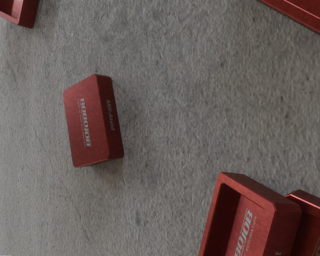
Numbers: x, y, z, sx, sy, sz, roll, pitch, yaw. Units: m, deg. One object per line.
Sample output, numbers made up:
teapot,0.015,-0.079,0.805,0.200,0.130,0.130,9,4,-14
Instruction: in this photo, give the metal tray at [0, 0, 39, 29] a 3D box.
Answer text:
metal tray,-0.299,-0.268,0.643,0.130,0.030,0.089,31,109,35

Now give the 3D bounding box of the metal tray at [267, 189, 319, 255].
metal tray,0.142,0.134,0.283,0.090,0.030,0.129,24,105,37

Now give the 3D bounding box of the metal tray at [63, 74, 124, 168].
metal tray,-0.107,-0.009,0.487,0.090,0.030,0.129,-18,79,38

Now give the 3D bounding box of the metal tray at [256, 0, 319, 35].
metal tray,0.134,-0.154,0.290,0.130,0.030,0.089,46,117,30

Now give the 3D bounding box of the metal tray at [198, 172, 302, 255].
metal tray,0.079,0.119,0.305,0.090,0.030,0.129,-152,73,-66
